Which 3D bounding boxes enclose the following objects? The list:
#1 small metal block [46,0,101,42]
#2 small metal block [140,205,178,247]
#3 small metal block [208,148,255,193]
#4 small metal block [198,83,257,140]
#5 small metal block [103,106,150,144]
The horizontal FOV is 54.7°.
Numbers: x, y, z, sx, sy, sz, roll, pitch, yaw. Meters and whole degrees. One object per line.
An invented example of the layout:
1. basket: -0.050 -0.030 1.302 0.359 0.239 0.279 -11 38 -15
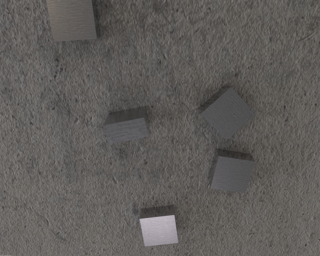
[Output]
1. small metal block: -0.100 -0.129 0.361 0.050 0.025 0.050 -4 110 1
2. small metal block: -0.001 0.146 0.464 0.050 0.025 0.050 -7 110 2
3. small metal block: 0.099 0.060 0.433 0.050 0.025 0.050 9 110 -4
4. small metal block: 0.087 -0.022 0.402 0.050 0.025 0.050 -43 105 14
5. small metal block: -0.041 -0.005 0.394 0.050 0.050 0.025 -11 110 4
